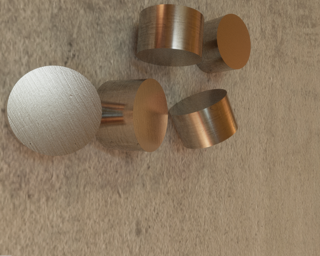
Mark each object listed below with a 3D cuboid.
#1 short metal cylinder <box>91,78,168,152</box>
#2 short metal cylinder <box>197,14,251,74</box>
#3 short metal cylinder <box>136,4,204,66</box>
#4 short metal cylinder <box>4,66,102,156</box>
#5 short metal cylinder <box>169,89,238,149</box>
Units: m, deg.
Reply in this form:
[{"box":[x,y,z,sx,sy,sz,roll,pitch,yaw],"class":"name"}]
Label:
[{"box":[-0.031,-0.014,0.346,0.080,0.050,0.079,-7,97,-64],"class":"short metal cylinder"},{"box":[0.092,-0.125,0.468,0.081,0.050,0.079,0,90,-40],"class":"short metal cylinder"},{"box":[0.013,-0.110,0.381,0.081,0.080,0.050,6,86,-40],"class":"short metal cylinder"},{"box":[-0.102,-0.015,0.295,0.081,0.050,0.079,0,90,-30],"class":"short metal cylinder"},{"box":[0.059,-0.014,0.421,0.081,0.080,0.050,-36,113,-34],"class":"short metal cylinder"}]
